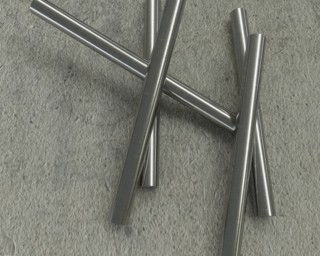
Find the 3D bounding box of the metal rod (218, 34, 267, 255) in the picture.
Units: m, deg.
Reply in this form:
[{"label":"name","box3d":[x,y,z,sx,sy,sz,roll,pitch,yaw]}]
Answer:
[{"label":"metal rod","box3d":[0.102,0.023,0.382,0.025,0.025,0.299,10,77,3]}]

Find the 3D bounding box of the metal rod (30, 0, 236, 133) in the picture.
[{"label":"metal rod","box3d":[-0.029,-0.081,0.404,0.301,0.025,0.025,31,72,-3]}]

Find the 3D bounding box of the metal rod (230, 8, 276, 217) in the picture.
[{"label":"metal rod","box3d":[0.123,-0.034,0.422,0.025,0.025,0.299,-1,70,-1]}]

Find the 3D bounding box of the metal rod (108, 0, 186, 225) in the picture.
[{"label":"metal rod","box3d":[-0.013,-0.033,0.377,0.025,0.025,0.298,14,86,5]}]

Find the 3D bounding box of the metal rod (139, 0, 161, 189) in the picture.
[{"label":"metal rod","box3d":[-0.012,-0.067,0.432,0.025,0.025,0.299,1,70,0]}]
